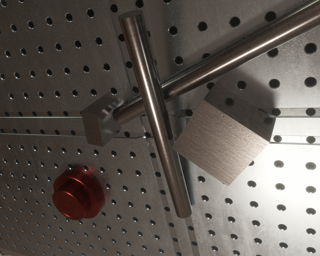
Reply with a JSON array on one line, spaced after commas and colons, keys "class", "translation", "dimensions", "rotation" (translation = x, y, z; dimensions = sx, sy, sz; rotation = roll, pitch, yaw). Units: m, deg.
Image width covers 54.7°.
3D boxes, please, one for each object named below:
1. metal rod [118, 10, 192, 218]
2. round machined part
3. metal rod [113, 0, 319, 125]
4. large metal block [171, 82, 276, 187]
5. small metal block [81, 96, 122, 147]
[{"class": "metal rod", "translation": [0.004, 0.008, 0.386], "dimensions": [0.025, 0.025, 0.298], "rotation": [4, 128, 26]}, {"class": "round machined part", "translation": [-0.152, 0.126, 0.556], "dimensions": [0.098, 0.042, 0.097], "rotation": [13, 124, 20]}, {"class": "metal rod", "translation": [0.055, -0.066, 0.340], "dimensions": [0.299, 0.025, 0.025], "rotation": [-24, 106, 36]}, {"class": "large metal block", "translation": [0.073, 0.008, 0.361], "dimensions": [0.080, 0.050, 0.079], "rotation": [34, 129, 5]}, {"class": "small metal block", "translation": [-0.079, -0.010, 0.429], "dimensions": [0.025, 0.050, 0.050], "rotation": [10, 123, 23]}]
